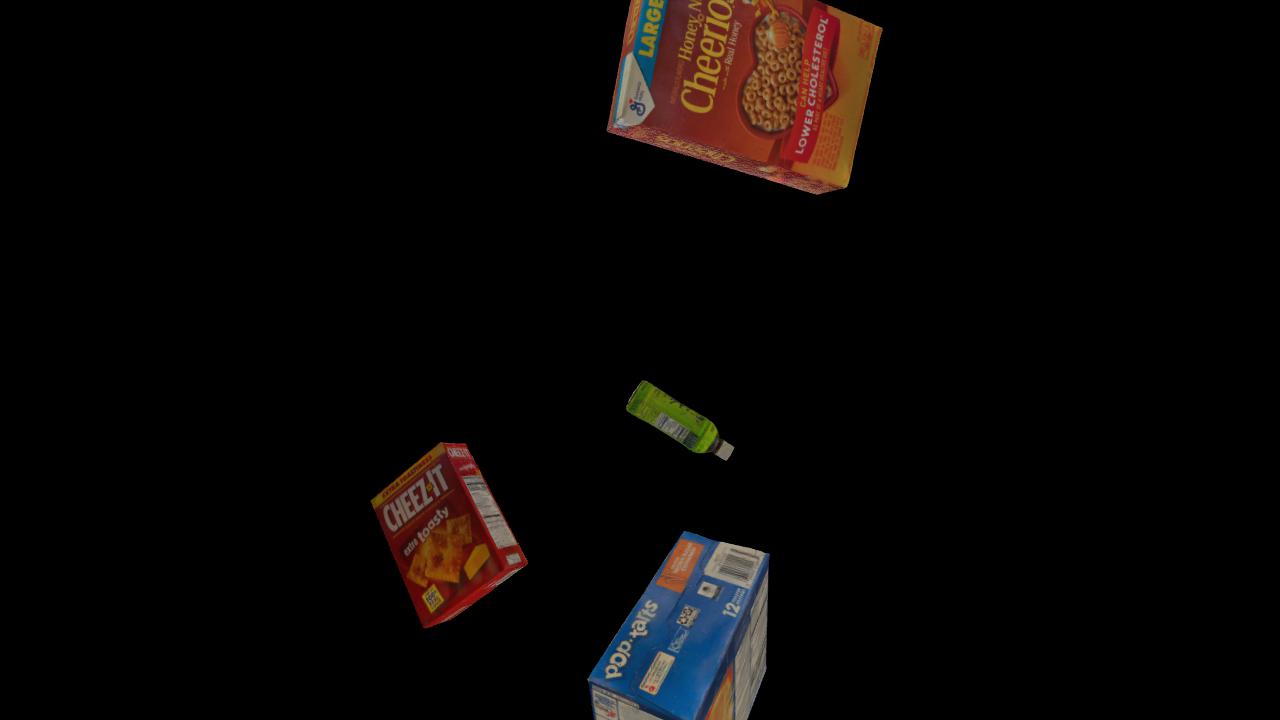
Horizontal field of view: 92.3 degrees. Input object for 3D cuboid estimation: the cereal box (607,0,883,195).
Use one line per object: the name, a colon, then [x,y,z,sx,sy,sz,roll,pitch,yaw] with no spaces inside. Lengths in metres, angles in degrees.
cereal box: [0.127,-0.339,0.741,0.306,0.203,0.081,11,3,-19]

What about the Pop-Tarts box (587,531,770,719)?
Pop-Tarts box: [0.040,0.251,0.494,0.083,0.141,0.167,9,28,27]

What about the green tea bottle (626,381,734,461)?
green tea bottle: [0.077,0.120,1.146,0.212,0.073,0.073,34,4,6]

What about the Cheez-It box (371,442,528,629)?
Cheez-It box: [-0.295,0.261,0.938,0.166,0.223,0.071,-38,-21,12]
